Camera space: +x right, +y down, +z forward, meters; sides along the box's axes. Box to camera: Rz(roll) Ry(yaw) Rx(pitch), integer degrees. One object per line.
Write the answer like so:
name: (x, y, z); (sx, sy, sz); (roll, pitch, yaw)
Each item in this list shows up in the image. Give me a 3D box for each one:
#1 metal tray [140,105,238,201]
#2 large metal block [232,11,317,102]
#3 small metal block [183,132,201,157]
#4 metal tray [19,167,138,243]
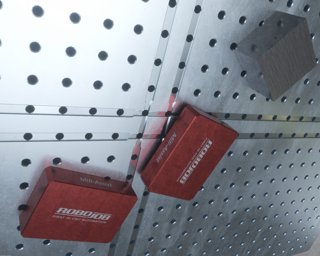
metal tray: (0.042, 0.040, 0.449); (0.091, 0.030, 0.129); (22, 107, -37)
large metal block: (0.158, -0.097, 0.424); (0.080, 0.050, 0.080); (-41, 130, -1)
small metal block: (0.049, 0.018, 0.451); (0.050, 0.025, 0.050); (24, 105, -37)
metal tray: (-0.106, 0.108, 0.418); (0.131, 0.030, 0.090); (21, 107, -36)
